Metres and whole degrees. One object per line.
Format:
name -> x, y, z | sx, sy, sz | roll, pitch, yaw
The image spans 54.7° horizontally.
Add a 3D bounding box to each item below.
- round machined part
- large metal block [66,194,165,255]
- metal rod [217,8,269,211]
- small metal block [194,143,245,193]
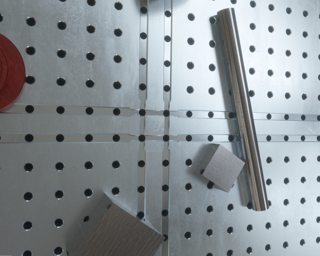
round machined part -> -0.198, -0.061, 0.330 | 0.099, 0.042, 0.097 | 0, 90, -21
large metal block -> -0.055, 0.141, 0.380 | 0.080, 0.050, 0.080 | 39, 77, -16
metal rod -> 0.124, -0.024, 0.460 | 0.025, 0.025, 0.298 | -13, 95, -20
small metal block -> 0.086, 0.057, 0.446 | 0.050, 0.025, 0.050 | 36, 78, -17
